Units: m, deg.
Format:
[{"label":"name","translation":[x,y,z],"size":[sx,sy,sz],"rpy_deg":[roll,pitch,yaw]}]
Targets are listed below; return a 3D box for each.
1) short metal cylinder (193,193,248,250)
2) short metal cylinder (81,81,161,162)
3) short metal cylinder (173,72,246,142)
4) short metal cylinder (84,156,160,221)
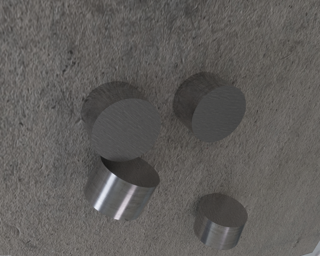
[{"label":"short metal cylinder","translation":[0.101,0.156,0.523],"size":[0.081,0.080,0.050],"rpy_deg":[-4,120,-27]},{"label":"short metal cylinder","translation":[-0.046,-0.008,0.360],"size":[0.081,0.050,0.079],"rpy_deg":[-14,124,-21]},{"label":"short metal cylinder","translation":[0.065,-0.028,0.408],"size":[0.081,0.050,0.079],"rpy_deg":[-14,124,-21]},{"label":"short metal cylinder","translation":[-0.047,0.069,0.388],"size":[0.081,0.080,0.050],"rpy_deg":[17,109,-35]}]
